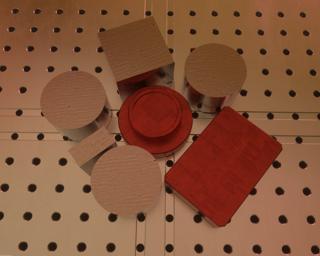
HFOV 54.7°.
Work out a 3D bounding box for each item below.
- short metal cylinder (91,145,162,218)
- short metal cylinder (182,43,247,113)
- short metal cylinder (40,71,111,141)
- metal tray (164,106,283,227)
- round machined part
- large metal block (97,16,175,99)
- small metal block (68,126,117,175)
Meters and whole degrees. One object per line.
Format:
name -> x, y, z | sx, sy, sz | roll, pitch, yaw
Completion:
short metal cylinder -> -0.038, 0.066, 0.373 | 0.081, 0.050, 0.080 | 0, 70, 0
short metal cylinder -> 0.072, -0.067, 0.423 | 0.081, 0.050, 0.080 | 0, 70, 0
short metal cylinder -> -0.108, -0.028, 0.407 | 0.081, 0.050, 0.080 | 0, 70, 0
metal tray -> 0.079, 0.047, 0.391 | 0.090, 0.030, 0.130 | 39, 74, 13
round machined part -> -0.006, -0.013, 0.407 | 0.099, 0.042, 0.098 | 0, 70, 0
large metal block -> -0.033, -0.098, 0.434 | 0.080, 0.050, 0.080 | -20, 71, -7
small metal block -> -0.080, 0.029, 0.386 | 0.050, 0.050, 0.025 | -36, 74, -12
